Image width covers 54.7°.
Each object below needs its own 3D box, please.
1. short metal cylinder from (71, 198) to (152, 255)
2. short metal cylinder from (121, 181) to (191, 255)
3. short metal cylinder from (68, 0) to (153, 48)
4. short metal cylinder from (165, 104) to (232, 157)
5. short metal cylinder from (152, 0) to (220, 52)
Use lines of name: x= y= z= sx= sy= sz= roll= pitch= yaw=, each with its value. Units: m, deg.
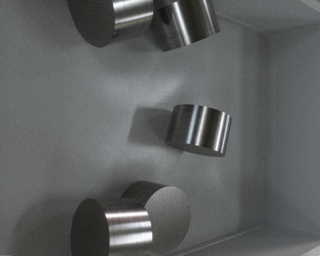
short metal cylinder: x=-0.053 y=0.115 z=0.328 sx=0.050 sy=0.080 sz=0.080 roll=10 pitch=84 yaw=-40
short metal cylinder: x=-0.007 y=0.109 z=0.386 sx=0.081 sy=0.050 sz=0.079 roll=0 pitch=90 yaw=-40
short metal cylinder: x=-0.053 y=-0.131 z=0.327 sx=0.050 sy=0.080 sz=0.080 roll=-30 pitch=109 yaw=-36
short metal cylinder: x=0.052 y=0.005 z=0.417 sx=0.080 sy=0.080 sz=0.050 roll=22 pitch=76 yaw=-38
short metal cylinder: x=0.031 y=-0.136 z=0.399 sx=0.081 sy=0.080 sz=0.050 roll=-33 pitch=111 yaw=-35
